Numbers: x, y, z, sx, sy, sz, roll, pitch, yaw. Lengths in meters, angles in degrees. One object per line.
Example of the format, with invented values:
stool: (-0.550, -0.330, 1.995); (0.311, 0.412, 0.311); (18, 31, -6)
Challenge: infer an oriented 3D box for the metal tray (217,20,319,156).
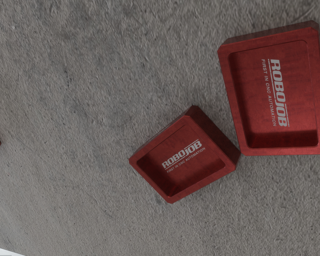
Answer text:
metal tray: (0.119, -0.034, 0.319); (0.090, 0.030, 0.129); (-5, 116, 30)

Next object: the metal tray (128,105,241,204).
metal tray: (0.029, 0.040, 0.413); (0.090, 0.030, 0.129); (47, 129, -5)
